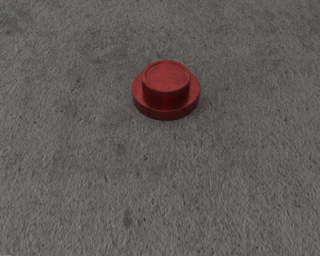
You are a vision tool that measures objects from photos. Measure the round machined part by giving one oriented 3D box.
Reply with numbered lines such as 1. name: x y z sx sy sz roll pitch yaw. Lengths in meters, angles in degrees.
1. round machined part: 0.009 -0.060 0.443 0.099 0.042 0.098 0 50 0
